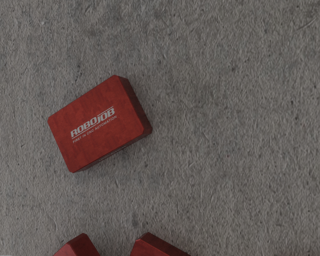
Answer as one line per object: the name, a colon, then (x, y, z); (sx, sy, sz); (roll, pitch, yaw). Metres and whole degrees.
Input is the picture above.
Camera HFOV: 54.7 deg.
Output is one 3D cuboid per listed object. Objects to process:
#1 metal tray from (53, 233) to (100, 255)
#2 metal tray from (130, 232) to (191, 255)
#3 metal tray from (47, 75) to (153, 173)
metal tray: (-0.122, 0.216, 0.430); (0.129, 0.030, 0.090); (-45, 75, 31)
metal tray: (-0.009, 0.218, 0.409); (0.090, 0.030, 0.129); (23, 98, 18)
metal tray: (-0.087, -0.004, 0.437); (0.130, 0.030, 0.090); (-29, 81, 17)
